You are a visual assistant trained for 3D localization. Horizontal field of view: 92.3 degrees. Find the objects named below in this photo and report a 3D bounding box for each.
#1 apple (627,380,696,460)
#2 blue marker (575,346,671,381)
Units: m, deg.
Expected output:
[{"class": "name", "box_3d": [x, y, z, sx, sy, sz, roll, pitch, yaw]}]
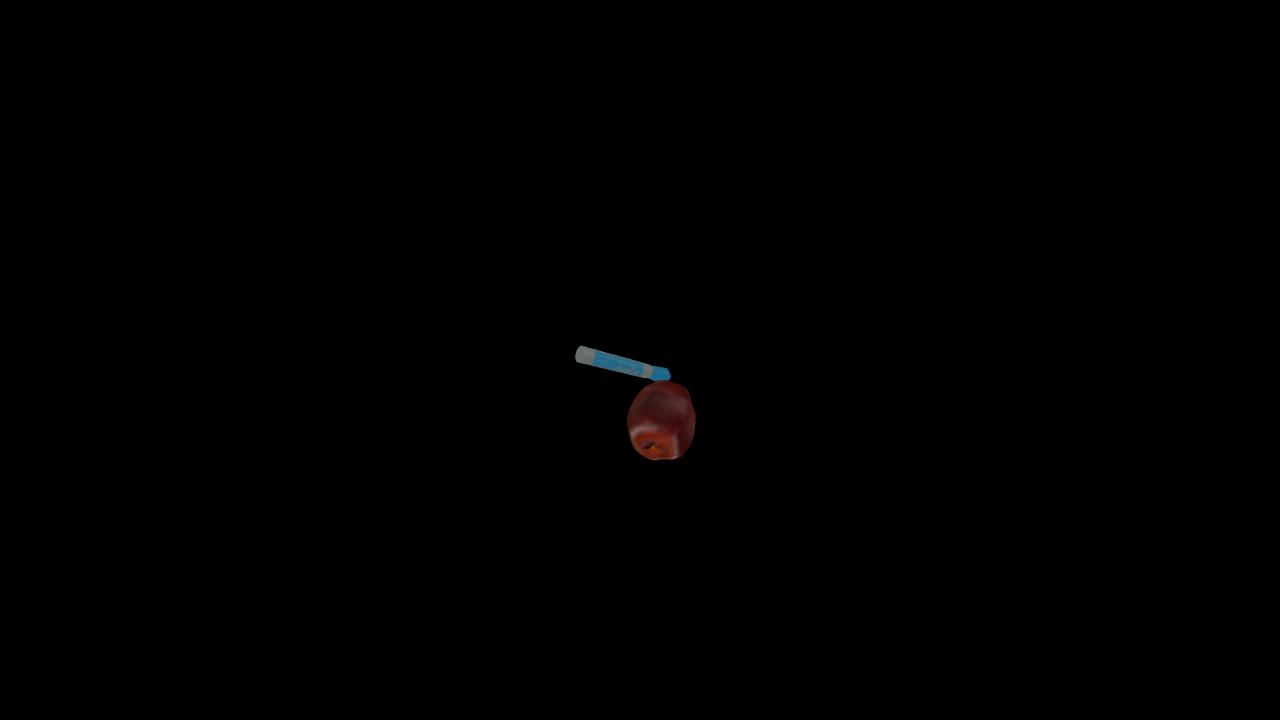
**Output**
[{"class": "apple", "box_3d": [0.023, 0.065, 0.669, 0.079, 0.079, 0.093, 0, 40, 24]}, {"class": "blue marker", "box_3d": [-0.016, 0.007, 0.696, 0.121, 0.020, 0.020, 15, -8, -31]}]
